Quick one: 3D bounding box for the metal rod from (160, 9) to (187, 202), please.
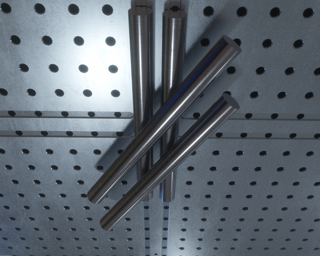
[{"bbox_3d":[0.013,-0.002,0.410,0.025,0.025,0.298,0,130,-1],"label":"metal rod"}]

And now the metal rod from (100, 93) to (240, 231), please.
[{"bbox_3d":[-0.003,0.064,0.432,0.025,0.025,0.299,28,125,-22],"label":"metal rod"}]

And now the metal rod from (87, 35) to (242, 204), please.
[{"bbox_3d":[-0.013,0.009,0.387,0.025,0.025,0.299,28,125,-22],"label":"metal rod"}]

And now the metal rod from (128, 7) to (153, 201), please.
[{"bbox_3d":[-0.022,-0.004,0.408,0.025,0.025,0.298,0,130,-1],"label":"metal rod"}]
